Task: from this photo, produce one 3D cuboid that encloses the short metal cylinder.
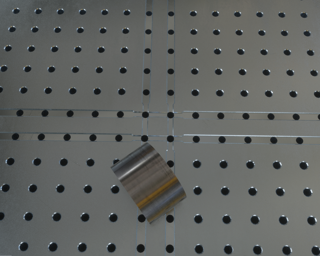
[{"bbox_3d":[-0.014,0.064,0.359,0.050,0.080,0.080,-35,74,-12],"label":"short metal cylinder"}]
